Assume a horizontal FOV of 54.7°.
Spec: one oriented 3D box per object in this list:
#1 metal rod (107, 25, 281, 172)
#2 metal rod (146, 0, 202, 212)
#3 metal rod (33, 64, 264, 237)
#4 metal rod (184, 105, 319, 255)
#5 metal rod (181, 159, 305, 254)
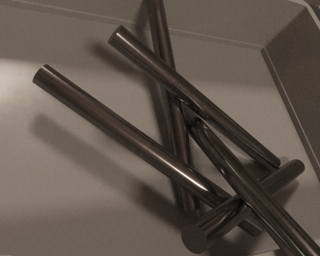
[{"bbox_3d":[0.061,-0.024,0.404,0.301,0.025,0.025,36,49,-25],"label":"metal rod"},{"bbox_3d":[0.015,-0.044,0.408,0.025,0.025,0.299,-1,72,-29],"label":"metal rod"},{"bbox_3d":[-0.007,0.029,0.347,0.301,0.025,0.025,36,51,-6],"label":"metal rod"},{"bbox_3d":[0.082,0.051,0.324,0.025,0.025,0.300,5,28,-26],"label":"metal rod"},{"bbox_3d":[0.122,0.076,0.371,0.302,0.025,0.025,-9,65,-51],"label":"metal rod"}]
